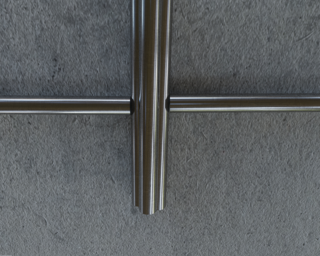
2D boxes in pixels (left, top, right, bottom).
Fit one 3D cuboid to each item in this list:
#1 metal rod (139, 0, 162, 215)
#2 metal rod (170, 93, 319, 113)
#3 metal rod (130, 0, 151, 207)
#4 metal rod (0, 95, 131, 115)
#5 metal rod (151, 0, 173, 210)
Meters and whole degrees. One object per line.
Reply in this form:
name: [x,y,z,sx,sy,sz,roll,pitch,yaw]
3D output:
metal rod: [-0.013,-0.026,0.380,0.025,0.025,0.298,1,110,-1]
metal rod: [0.164,-0.033,0.401,0.302,0.025,0.025,0,110,-1]
metal rod: [-0.025,-0.032,0.400,0.025,0.025,0.298,1,110,-1]
metal rod: [-0.189,-0.030,0.397,0.302,0.025,0.025,0,110,-1]
metal rod: [0.000,-0.026,0.402,0.025,0.025,0.298,1,110,-1]
